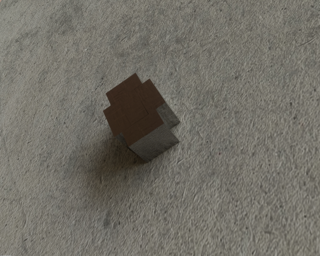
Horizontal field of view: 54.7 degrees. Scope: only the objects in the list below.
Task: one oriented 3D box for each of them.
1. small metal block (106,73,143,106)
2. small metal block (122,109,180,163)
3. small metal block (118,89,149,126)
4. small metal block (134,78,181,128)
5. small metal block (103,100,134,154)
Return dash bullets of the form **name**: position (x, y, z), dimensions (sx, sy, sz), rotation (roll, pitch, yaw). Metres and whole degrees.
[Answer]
- **small metal block**: position (-0.038, -0.041, 0.432), dimensions (0.050, 0.050, 0.025), rotation (-34, 52, 6)
- **small metal block**: position (-0.010, 0.011, 0.386), dimensions (0.050, 0.050, 0.025), rotation (-34, 52, 6)
- **small metal block**: position (-0.024, -0.015, 0.409), dimensions (0.025, 0.050, 0.050), rotation (-35, 52, 5)
- **small metal block**: position (-0.003, -0.029, 0.407), dimensions (0.025, 0.050, 0.050), rotation (-35, 52, 5)
- **small metal block**: position (-0.045, -0.001, 0.411), dimensions (0.025, 0.050, 0.050), rotation (-35, 52, 5)
